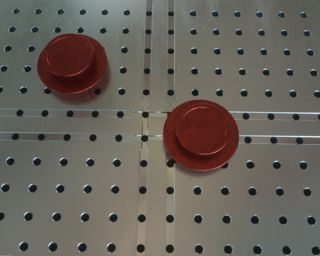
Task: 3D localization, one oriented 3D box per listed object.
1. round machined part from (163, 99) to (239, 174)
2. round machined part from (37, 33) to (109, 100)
[{"bbox_3d":[0.053,0.007,0.401,0.099,0.042,0.098,0,70,0],"label":"round machined part"},{"bbox_3d":[-0.124,-0.093,0.436,0.099,0.042,0.098,0,70,0],"label":"round machined part"}]
